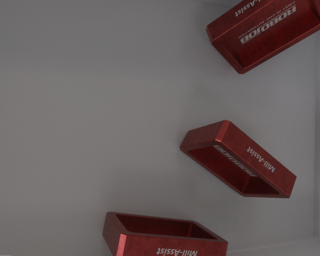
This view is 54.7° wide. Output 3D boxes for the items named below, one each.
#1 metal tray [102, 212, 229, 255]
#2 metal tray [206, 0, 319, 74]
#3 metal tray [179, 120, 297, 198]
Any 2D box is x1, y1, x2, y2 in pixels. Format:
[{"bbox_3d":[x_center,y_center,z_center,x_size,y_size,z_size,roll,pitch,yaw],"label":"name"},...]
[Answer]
[{"bbox_3d":[0.004,0.135,0.377,0.131,0.090,0.030,12,86,-20],"label":"metal tray"},{"bbox_3d":[0.137,-0.131,0.395,0.090,0.130,0.030,30,39,-46],"label":"metal tray"},{"bbox_3d":[0.101,0.046,0.410,0.130,0.090,0.030,37,66,-16],"label":"metal tray"}]
